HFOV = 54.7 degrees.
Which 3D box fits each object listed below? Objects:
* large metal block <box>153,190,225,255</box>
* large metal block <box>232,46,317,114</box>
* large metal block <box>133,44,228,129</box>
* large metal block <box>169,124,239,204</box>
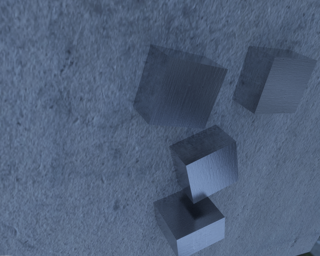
[{"bbox_3d":[0.045,0.145,0.488,0.081,0.080,0.050,-19,126,-18],"label":"large metal block"},{"bbox_3d":[0.160,-0.067,0.439,0.081,0.050,0.079,-3,120,-28],"label":"large metal block"},{"bbox_3d":[0.023,-0.048,0.375,0.081,0.050,0.079,4,116,-31],"label":"large metal block"},{"bbox_3d":[0.067,0.053,0.463,0.081,0.050,0.080,-24,128,-14],"label":"large metal block"}]
